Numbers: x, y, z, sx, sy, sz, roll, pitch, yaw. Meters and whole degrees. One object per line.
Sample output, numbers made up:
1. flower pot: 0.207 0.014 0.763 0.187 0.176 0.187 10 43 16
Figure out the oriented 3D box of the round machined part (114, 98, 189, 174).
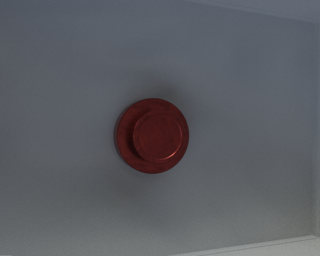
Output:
1. round machined part: -0.007 0.010 0.396 0.099 0.042 0.097 0 90 -21
